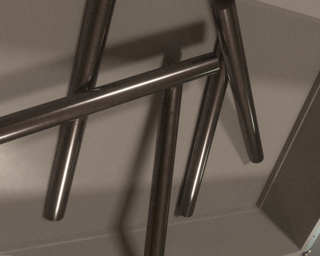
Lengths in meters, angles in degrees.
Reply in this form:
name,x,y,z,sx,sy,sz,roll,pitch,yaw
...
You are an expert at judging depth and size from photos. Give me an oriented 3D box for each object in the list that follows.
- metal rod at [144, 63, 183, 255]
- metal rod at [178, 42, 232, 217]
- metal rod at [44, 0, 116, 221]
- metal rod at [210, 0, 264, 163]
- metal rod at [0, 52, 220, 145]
name,x,y,z,sx,sy,sz,roll,pitch,yaw
metal rod,0.002,0.071,0.379,0.025,0.025,0.298,5,92,-31
metal rod,0.066,0.011,0.453,0.025,0.025,0.298,-5,121,-26
metal rod,-0.093,-0.018,0.347,0.025,0.025,0.298,5,116,-31
metal rod,0.115,-0.039,0.425,0.025,0.025,0.299,-35,137,-5
metal rod,-0.073,-0.027,0.319,0.302,0.025,0.025,-20,127,-17
